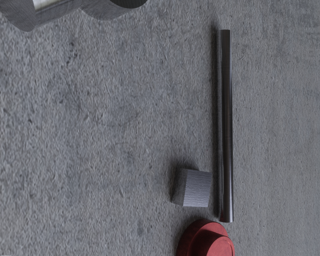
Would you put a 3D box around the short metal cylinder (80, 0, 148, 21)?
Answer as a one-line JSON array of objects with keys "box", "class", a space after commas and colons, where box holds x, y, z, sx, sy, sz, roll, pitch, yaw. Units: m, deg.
[{"box": [-0.055, -0.166, 0.342, 0.081, 0.050, 0.079, 0, 90, -40], "class": "short metal cylinder"}]

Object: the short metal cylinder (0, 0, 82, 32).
[{"box": [-0.115, -0.133, 0.272, 0.050, 0.080, 0.080, -42, 116, -32], "class": "short metal cylinder"}]

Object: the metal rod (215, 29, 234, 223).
[{"box": [0.102, -0.002, 0.490, 0.025, 0.025, 0.298, -2, 91, -40], "class": "metal rod"}]

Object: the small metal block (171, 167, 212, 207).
[{"box": [0.046, 0.085, 0.443, 0.050, 0.025, 0.050, 14, 81, -39], "class": "small metal block"}]

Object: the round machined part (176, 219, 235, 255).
[{"box": [0.073, 0.188, 0.455, 0.099, 0.042, 0.097, 0, 90, -40], "class": "round machined part"}]
